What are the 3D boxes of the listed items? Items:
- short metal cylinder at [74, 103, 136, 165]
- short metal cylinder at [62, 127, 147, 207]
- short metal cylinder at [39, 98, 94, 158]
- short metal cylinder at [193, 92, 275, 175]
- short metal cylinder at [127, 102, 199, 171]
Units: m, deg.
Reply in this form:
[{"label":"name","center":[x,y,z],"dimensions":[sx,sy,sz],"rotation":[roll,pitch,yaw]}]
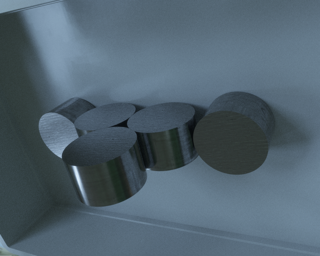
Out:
[{"label":"short metal cylinder","center":[-0.066,0.006,0.409],"dimensions":[0.080,0.080,0.050],"rotation":[2,119,27]},{"label":"short metal cylinder","center":[-0.059,0.039,0.338],"dimensions":[0.080,0.080,0.050],"rotation":[2,119,27]},{"label":"short metal cylinder","center":[-0.130,0.002,0.460],"dimensions":[0.080,0.050,0.079],"rotation":[13,124,21]},{"label":"short metal cylinder","center":[0.084,0.005,0.349],"dimensions":[0.080,0.050,0.079],"rotation":[13,124,21]},{"label":"short metal cylinder","center":[0.006,0.008,0.373],"dimensions":[0.080,0.080,0.050],"rotation":[2,119,27]}]
